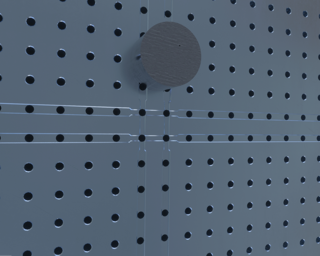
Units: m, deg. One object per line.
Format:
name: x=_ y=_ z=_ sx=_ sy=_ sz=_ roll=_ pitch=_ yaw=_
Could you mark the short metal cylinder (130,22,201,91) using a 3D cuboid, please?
short metal cylinder: x=0.006 y=-0.091 z=0.402 sx=0.081 sy=0.050 sz=0.079 roll=0 pitch=90 yaw=-20
